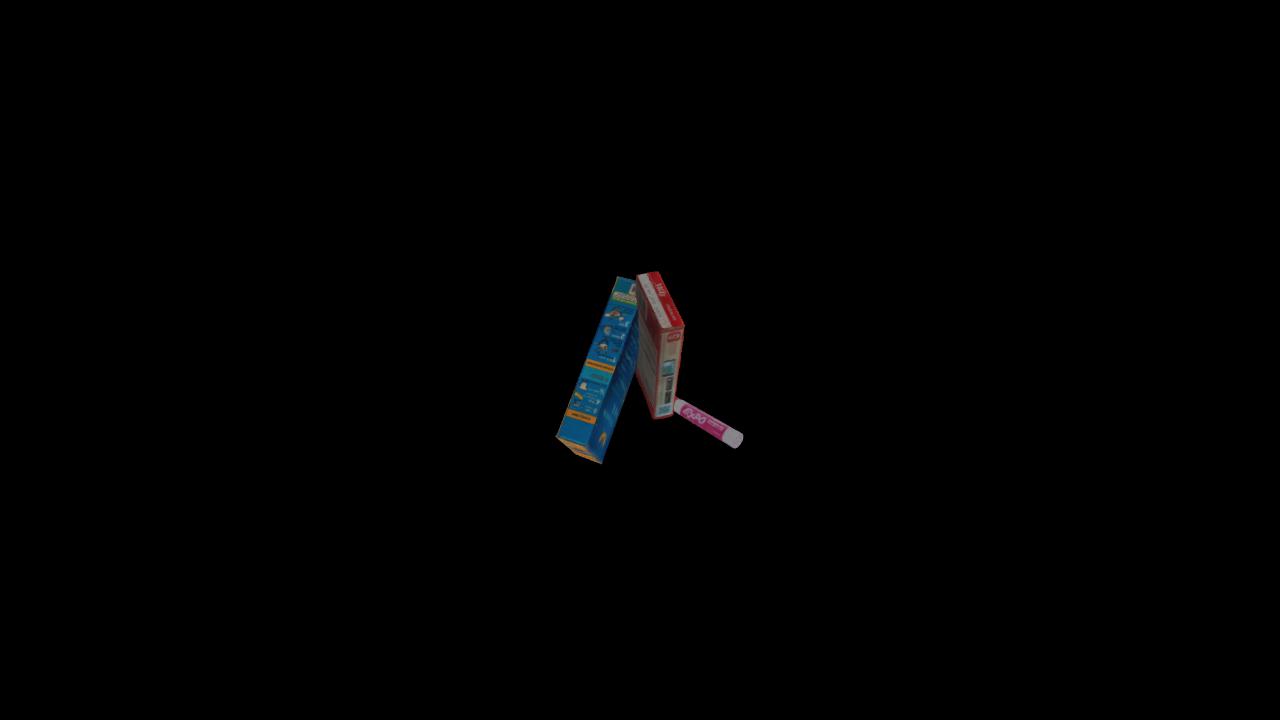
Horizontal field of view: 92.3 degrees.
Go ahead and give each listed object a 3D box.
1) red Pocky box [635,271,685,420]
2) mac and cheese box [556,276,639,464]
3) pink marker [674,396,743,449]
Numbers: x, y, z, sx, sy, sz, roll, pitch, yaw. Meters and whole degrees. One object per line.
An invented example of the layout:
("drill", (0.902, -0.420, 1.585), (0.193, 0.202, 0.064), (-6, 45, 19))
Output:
("red Pocky box", (0.017, -0.012, 0.659), (0.028, 0.083, 0.155), (-13, -37, -13))
("mac and cheese box", (-0.033, 0.013, 0.666), (0.041, 0.184, 0.093), (17, -17, 11))
("pink marker", (0.065, 0.065, 0.703), (0.121, 0.020, 0.020), (29, 19, 38))
